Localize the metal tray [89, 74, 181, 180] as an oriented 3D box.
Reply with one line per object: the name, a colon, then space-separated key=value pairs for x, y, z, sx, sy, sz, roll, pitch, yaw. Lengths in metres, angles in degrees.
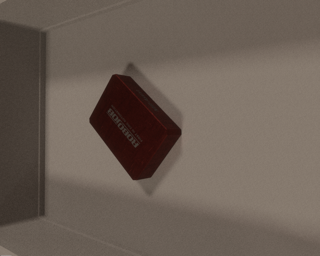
metal tray: x=-0.040 y=-0.003 z=0.434 sx=0.130 sy=0.030 sz=0.089 roll=48 pitch=118 yaw=29
